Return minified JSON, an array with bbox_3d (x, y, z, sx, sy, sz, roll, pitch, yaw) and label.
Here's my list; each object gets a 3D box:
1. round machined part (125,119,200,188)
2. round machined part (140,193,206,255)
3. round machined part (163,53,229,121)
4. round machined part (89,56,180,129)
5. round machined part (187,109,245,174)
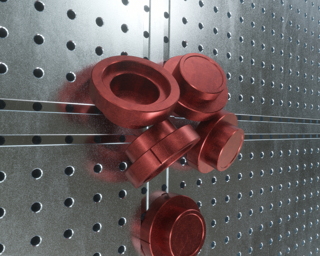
[{"bbox_3d":[-0.003,0.026,0.372,0.099,0.097,0.042,-30,77,-36],"label":"round machined part"},{"bbox_3d":[0.025,0.141,0.422,0.099,0.042,0.097,0,90,-40],"label":"round machined part"},{"bbox_3d":[0.048,-0.061,0.410,0.099,0.042,0.098,12,54,-17],"label":"round machined part"},{"bbox_3d":[-0.030,-0.037,0.352,0.099,0.098,0.042,-24,149,-38],"label":"round machined part"},{"bbox_3d":[0.086,0.024,0.447,0.099,0.042,0.097,-34,139,-35],"label":"round machined part"}]
